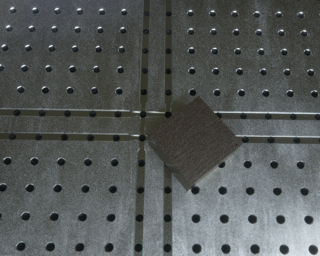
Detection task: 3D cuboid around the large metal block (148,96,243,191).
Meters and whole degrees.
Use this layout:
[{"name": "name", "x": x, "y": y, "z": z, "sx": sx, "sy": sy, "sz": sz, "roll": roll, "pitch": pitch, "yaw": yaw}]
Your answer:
[{"name": "large metal block", "x": 0.042, "y": 0.021, "z": 0.391, "sx": 0.080, "sy": 0.050, "sz": 0.080, "roll": -37, "pitch": 74, "yaw": -13}]
